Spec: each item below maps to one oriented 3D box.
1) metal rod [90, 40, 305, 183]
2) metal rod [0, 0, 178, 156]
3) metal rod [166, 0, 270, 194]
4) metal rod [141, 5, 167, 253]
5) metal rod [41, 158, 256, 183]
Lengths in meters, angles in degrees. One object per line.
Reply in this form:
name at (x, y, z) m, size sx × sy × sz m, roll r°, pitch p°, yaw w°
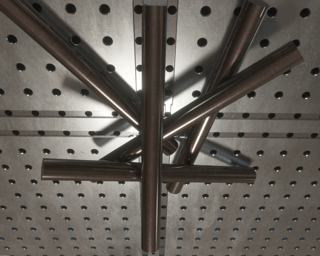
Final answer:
metal rod at (0.022, -0.007, 0.372) m, size 0.300 × 0.025 × 0.025 m, roll -31°, pitch 124°, yaw 24°
metal rod at (-0.079, -0.059, 0.359) m, size 0.025 × 0.025 × 0.300 m, roll -32°, pitch 124°, yaw 24°
metal rod at (0.059, -0.015, 0.399) m, size 0.025 × 0.025 × 0.298 m, roll 11°, pitch 129°, yaw -10°
metal rod at (-0.009, 0.018, 0.361) m, size 0.025 × 0.025 × 0.298 m, roll 1°, pitch 110°, yaw -1°
metal rod at (0.004, 0.059, 0.412) m, size 0.302 × 0.025 × 0.025 m, roll 6°, pitch 132°, yaw -25°
